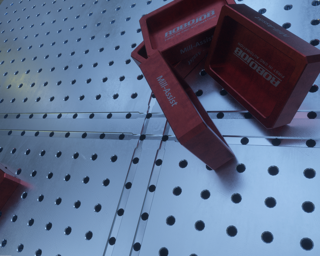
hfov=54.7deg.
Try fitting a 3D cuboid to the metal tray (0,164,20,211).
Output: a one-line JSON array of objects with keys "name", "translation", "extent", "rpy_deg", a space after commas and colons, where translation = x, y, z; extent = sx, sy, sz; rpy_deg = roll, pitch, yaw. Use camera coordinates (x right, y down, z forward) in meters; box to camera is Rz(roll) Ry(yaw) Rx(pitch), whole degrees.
[{"name": "metal tray", "translation": [-0.290, 0.116, 0.483], "extent": [0.090, 0.030, 0.130], "rpy_deg": [22, 73, 35]}]

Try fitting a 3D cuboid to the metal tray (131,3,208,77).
[{"name": "metal tray", "translation": [0.030, -0.130, 0.467], "extent": [0.130, 0.030, 0.090], "rpy_deg": [-46, 51, -5]}]

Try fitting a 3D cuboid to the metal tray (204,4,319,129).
[{"name": "metal tray", "translation": [0.108, -0.073, 0.352], "extent": [0.030, 0.089, 0.130], "rpy_deg": [-14, 47, -28]}]

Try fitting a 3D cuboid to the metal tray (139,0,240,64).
[{"name": "metal tray", "translation": [0.040, -0.145, 0.432], "extent": [0.130, 0.030, 0.090], "rpy_deg": [-23, 53, 14]}]

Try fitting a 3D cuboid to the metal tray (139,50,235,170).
[{"name": "metal tray", "translation": [0.030, -0.022, 0.361], "extent": [0.030, 0.090, 0.130], "rpy_deg": [-36, 51, 13]}]
